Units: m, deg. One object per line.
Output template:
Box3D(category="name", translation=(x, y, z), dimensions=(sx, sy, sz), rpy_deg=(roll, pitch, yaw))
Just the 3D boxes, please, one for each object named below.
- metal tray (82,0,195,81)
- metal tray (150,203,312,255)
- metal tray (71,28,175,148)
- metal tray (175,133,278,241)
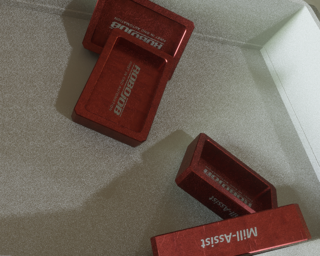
Box3D(category="metal tray", translation=(-0.030, -0.130, 0.428), dimensions=(0.131, 0.089, 0.030), rpy_deg=(20, 17, -17))
Box3D(category="metal tray", translation=(0.063, 0.109, 0.297), dimensions=(0.131, 0.090, 0.030), rpy_deg=(-13, 65, 1))
Box3D(category="metal tray", translation=(-0.043, -0.052, 0.392), dimensions=(0.090, 0.030, 0.130), rpy_deg=(25, 67, -14))
Box3D(category="metal tray", translation=(0.087, 0.072, 0.388), dimensions=(0.130, 0.030, 0.090), rpy_deg=(37, 31, -4))
